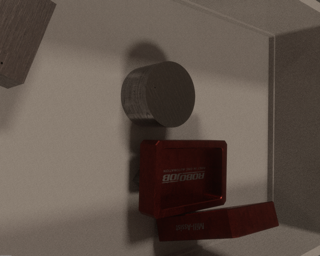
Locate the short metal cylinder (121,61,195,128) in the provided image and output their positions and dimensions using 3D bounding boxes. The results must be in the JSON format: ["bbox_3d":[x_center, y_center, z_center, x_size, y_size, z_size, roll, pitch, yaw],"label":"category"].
[{"bbox_3d":[-0.002,-0.040,0.391,0.081,0.050,0.079,0,90,-40],"label":"short metal cylinder"}]

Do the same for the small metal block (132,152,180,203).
[{"bbox_3d":[0.000,0.064,0.408,0.050,0.025,0.050,48,61,-30],"label":"small metal block"}]

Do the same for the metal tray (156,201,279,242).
[{"bbox_3d":[0.070,0.121,0.397,0.091,0.130,0.030,4,70,-40],"label":"metal tray"}]

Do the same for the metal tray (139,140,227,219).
[{"bbox_3d":[0.034,0.060,0.401,0.131,0.030,0.089,2,89,-41],"label":"metal tray"}]

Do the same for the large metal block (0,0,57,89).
[{"bbox_3d":[-0.149,-0.089,0.266,0.080,0.050,0.080,26,74,-37],"label":"large metal block"}]
